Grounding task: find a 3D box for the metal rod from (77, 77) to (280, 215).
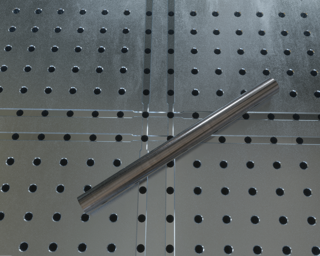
[{"bbox_3d":[0.032,0.017,0.405,0.301,0.025,0.025,-32,73,-11],"label":"metal rod"}]
